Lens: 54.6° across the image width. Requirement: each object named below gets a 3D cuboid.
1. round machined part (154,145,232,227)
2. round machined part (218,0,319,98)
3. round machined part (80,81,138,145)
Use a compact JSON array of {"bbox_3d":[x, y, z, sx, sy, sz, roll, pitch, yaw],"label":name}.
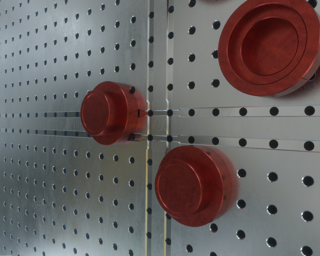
[{"bbox_3d":[0.032,0.070,0.373,0.098,0.042,0.097,0,90,40],"label":"round machined part"},{"bbox_3d":[0.111,-0.079,0.307,0.098,0.042,0.097,0,90,40],"label":"round machined part"},{"bbox_3d":[-0.083,-0.022,0.468,0.098,0.042,0.097,0,90,40],"label":"round machined part"}]
